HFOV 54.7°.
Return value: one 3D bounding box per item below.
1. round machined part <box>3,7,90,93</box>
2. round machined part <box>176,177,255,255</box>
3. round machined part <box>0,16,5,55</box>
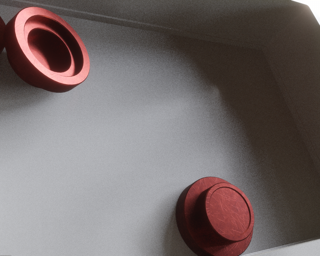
[{"bbox_3d":[-0.133,-0.085,0.358,0.098,0.042,0.098,36,41,-39],"label":"round machined part"},{"bbox_3d":[0.072,0.104,0.370,0.099,0.042,0.098,14,56,-21],"label":"round machined part"},{"bbox_3d":[-0.219,-0.102,0.327,0.098,0.042,0.098,30,40,-28],"label":"round machined part"}]
